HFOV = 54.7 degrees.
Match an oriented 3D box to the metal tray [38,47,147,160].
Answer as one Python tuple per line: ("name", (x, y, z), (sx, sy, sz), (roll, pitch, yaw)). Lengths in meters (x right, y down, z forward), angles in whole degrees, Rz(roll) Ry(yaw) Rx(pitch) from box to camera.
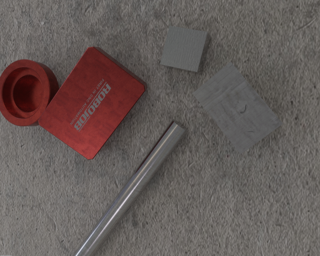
("metal tray", (-0.091, -0.033, 0.422), (0.090, 0.030, 0.130), (37, 103, -6))

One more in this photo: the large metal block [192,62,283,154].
("large metal block", (0.090, -0.021, 0.348), (0.050, 0.080, 0.080), (-40, 78, 16))

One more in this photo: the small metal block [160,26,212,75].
("small metal block", (0.033, -0.099, 0.397), (0.050, 0.025, 0.050), (16, 95, 19))

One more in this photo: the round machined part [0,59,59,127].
("round machined part", (-0.192, -0.051, 0.468), (0.098, 0.042, 0.097), (0, 90, 20))

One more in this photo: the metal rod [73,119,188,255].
("metal rod", (-0.060, 0.115, 0.429), (0.025, 0.025, 0.299), (39, 102, 15))
